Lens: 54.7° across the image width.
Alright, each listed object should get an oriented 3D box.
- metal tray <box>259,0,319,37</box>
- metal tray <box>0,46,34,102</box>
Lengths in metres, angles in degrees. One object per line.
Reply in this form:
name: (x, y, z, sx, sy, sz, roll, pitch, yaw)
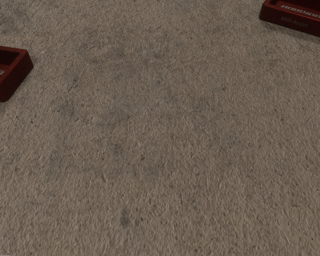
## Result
metal tray: (0.269, -0.224, 0.591, 0.130, 0.030, 0.090, 25, 54, 19)
metal tray: (-0.276, -0.089, 0.471, 0.131, 0.030, 0.090, 10, 51, 7)
